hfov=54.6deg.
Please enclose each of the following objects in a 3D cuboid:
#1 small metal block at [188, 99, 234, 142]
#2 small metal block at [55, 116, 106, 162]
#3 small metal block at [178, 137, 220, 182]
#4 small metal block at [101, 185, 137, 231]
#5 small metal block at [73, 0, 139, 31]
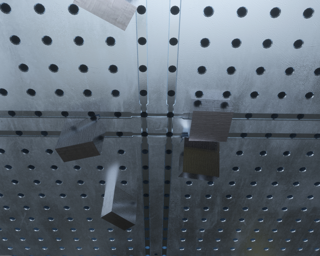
[{"bbox_3d":[0.064,-0.009,0.404,0.050,0.025,0.050,2,130,-2],"label":"small metal block"},{"bbox_3d":[-0.103,0.014,0.406,0.050,0.050,0.025,-12,129,10],"label":"small metal block"},{"bbox_3d":[0.054,0.044,0.429,0.050,0.050,0.025,9,155,-8],"label":"small metal block"},{"bbox_3d":[-0.066,0.130,0.505,0.025,0.050,0.050,-35,122,26],"label":"small metal block"},{"bbox_3d":[-0.048,-0.123,0.290,0.050,0.050,0.025,24,126,-19],"label":"small metal block"}]
